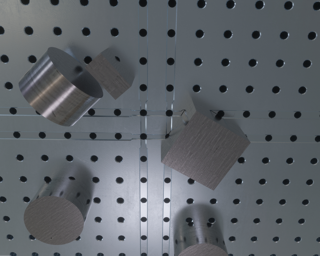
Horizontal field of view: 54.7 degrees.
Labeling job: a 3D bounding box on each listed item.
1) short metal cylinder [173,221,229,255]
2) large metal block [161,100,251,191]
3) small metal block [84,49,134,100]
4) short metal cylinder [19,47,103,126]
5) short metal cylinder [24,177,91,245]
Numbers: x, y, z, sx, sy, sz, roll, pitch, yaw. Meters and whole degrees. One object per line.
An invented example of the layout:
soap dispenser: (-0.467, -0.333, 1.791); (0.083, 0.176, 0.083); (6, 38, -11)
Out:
short metal cylinder: (0.061, 0.191, 0.471); (0.081, 0.050, 0.079); (0, 110, 0)
large metal block: (0.057, 0.022, 0.409); (0.080, 0.050, 0.080); (30, 107, -11)
small metal block: (-0.059, -0.067, 0.375); (0.025, 0.050, 0.050); (-39, 106, 13)
short metal cylinder: (-0.115, -0.048, 0.365); (0.050, 0.080, 0.080); (-42, 105, 14)
short metal cylinder: (-0.143, 0.117, 0.442); (0.081, 0.050, 0.079); (0, 110, 0)
